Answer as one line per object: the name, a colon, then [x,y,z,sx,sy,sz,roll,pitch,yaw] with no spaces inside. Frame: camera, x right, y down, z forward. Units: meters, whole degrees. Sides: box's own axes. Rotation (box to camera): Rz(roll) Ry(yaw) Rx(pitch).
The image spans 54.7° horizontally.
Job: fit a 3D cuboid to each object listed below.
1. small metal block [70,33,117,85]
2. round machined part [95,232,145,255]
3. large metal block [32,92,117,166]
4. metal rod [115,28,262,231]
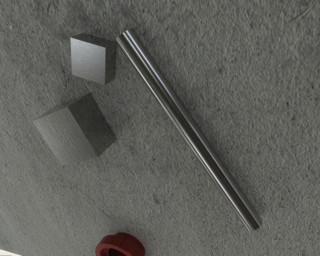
small metal block: [-0.084,-0.088,0.395,0.050,0.025,0.050,20,126,16]
round machined part: [-0.067,0.233,0.573,0.098,0.042,0.097,13,124,20]
large metal block: [-0.125,0.003,0.456,0.080,0.050,0.080,-15,111,34]
metal rod: [0.042,0.011,0.389,0.025,0.025,0.299,-27,104,37]
